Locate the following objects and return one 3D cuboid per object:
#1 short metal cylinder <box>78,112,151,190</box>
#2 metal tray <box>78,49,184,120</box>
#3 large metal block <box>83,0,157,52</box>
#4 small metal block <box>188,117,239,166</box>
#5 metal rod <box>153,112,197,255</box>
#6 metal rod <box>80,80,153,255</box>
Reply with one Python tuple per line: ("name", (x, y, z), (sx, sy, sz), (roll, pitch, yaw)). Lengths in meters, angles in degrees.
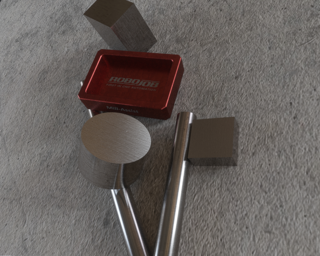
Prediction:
("short metal cylinder", (-0.056, 0.026, 0.373), (0.081, 0.050, 0.080), (11, 43, -10))
("metal tray", (-0.040, -0.065, 0.441), (0.130, 0.030, 0.090), (9, 65, 18))
("large metal block", (-0.063, -0.161, 0.499), (0.050, 0.080, 0.080), (-49, 52, -6))
("small metal block", (0.063, 0.016, 0.360), (0.050, 0.025, 0.050), (-4, 60, 26))
("metal rod", (0.008, 0.117, 0.326), (0.025, 0.025, 0.299), (-3, 60, 26))
("metal rod", (-0.068, 0.036, 0.415), (0.025, 0.025, 0.300), (-31, 52, 8))
